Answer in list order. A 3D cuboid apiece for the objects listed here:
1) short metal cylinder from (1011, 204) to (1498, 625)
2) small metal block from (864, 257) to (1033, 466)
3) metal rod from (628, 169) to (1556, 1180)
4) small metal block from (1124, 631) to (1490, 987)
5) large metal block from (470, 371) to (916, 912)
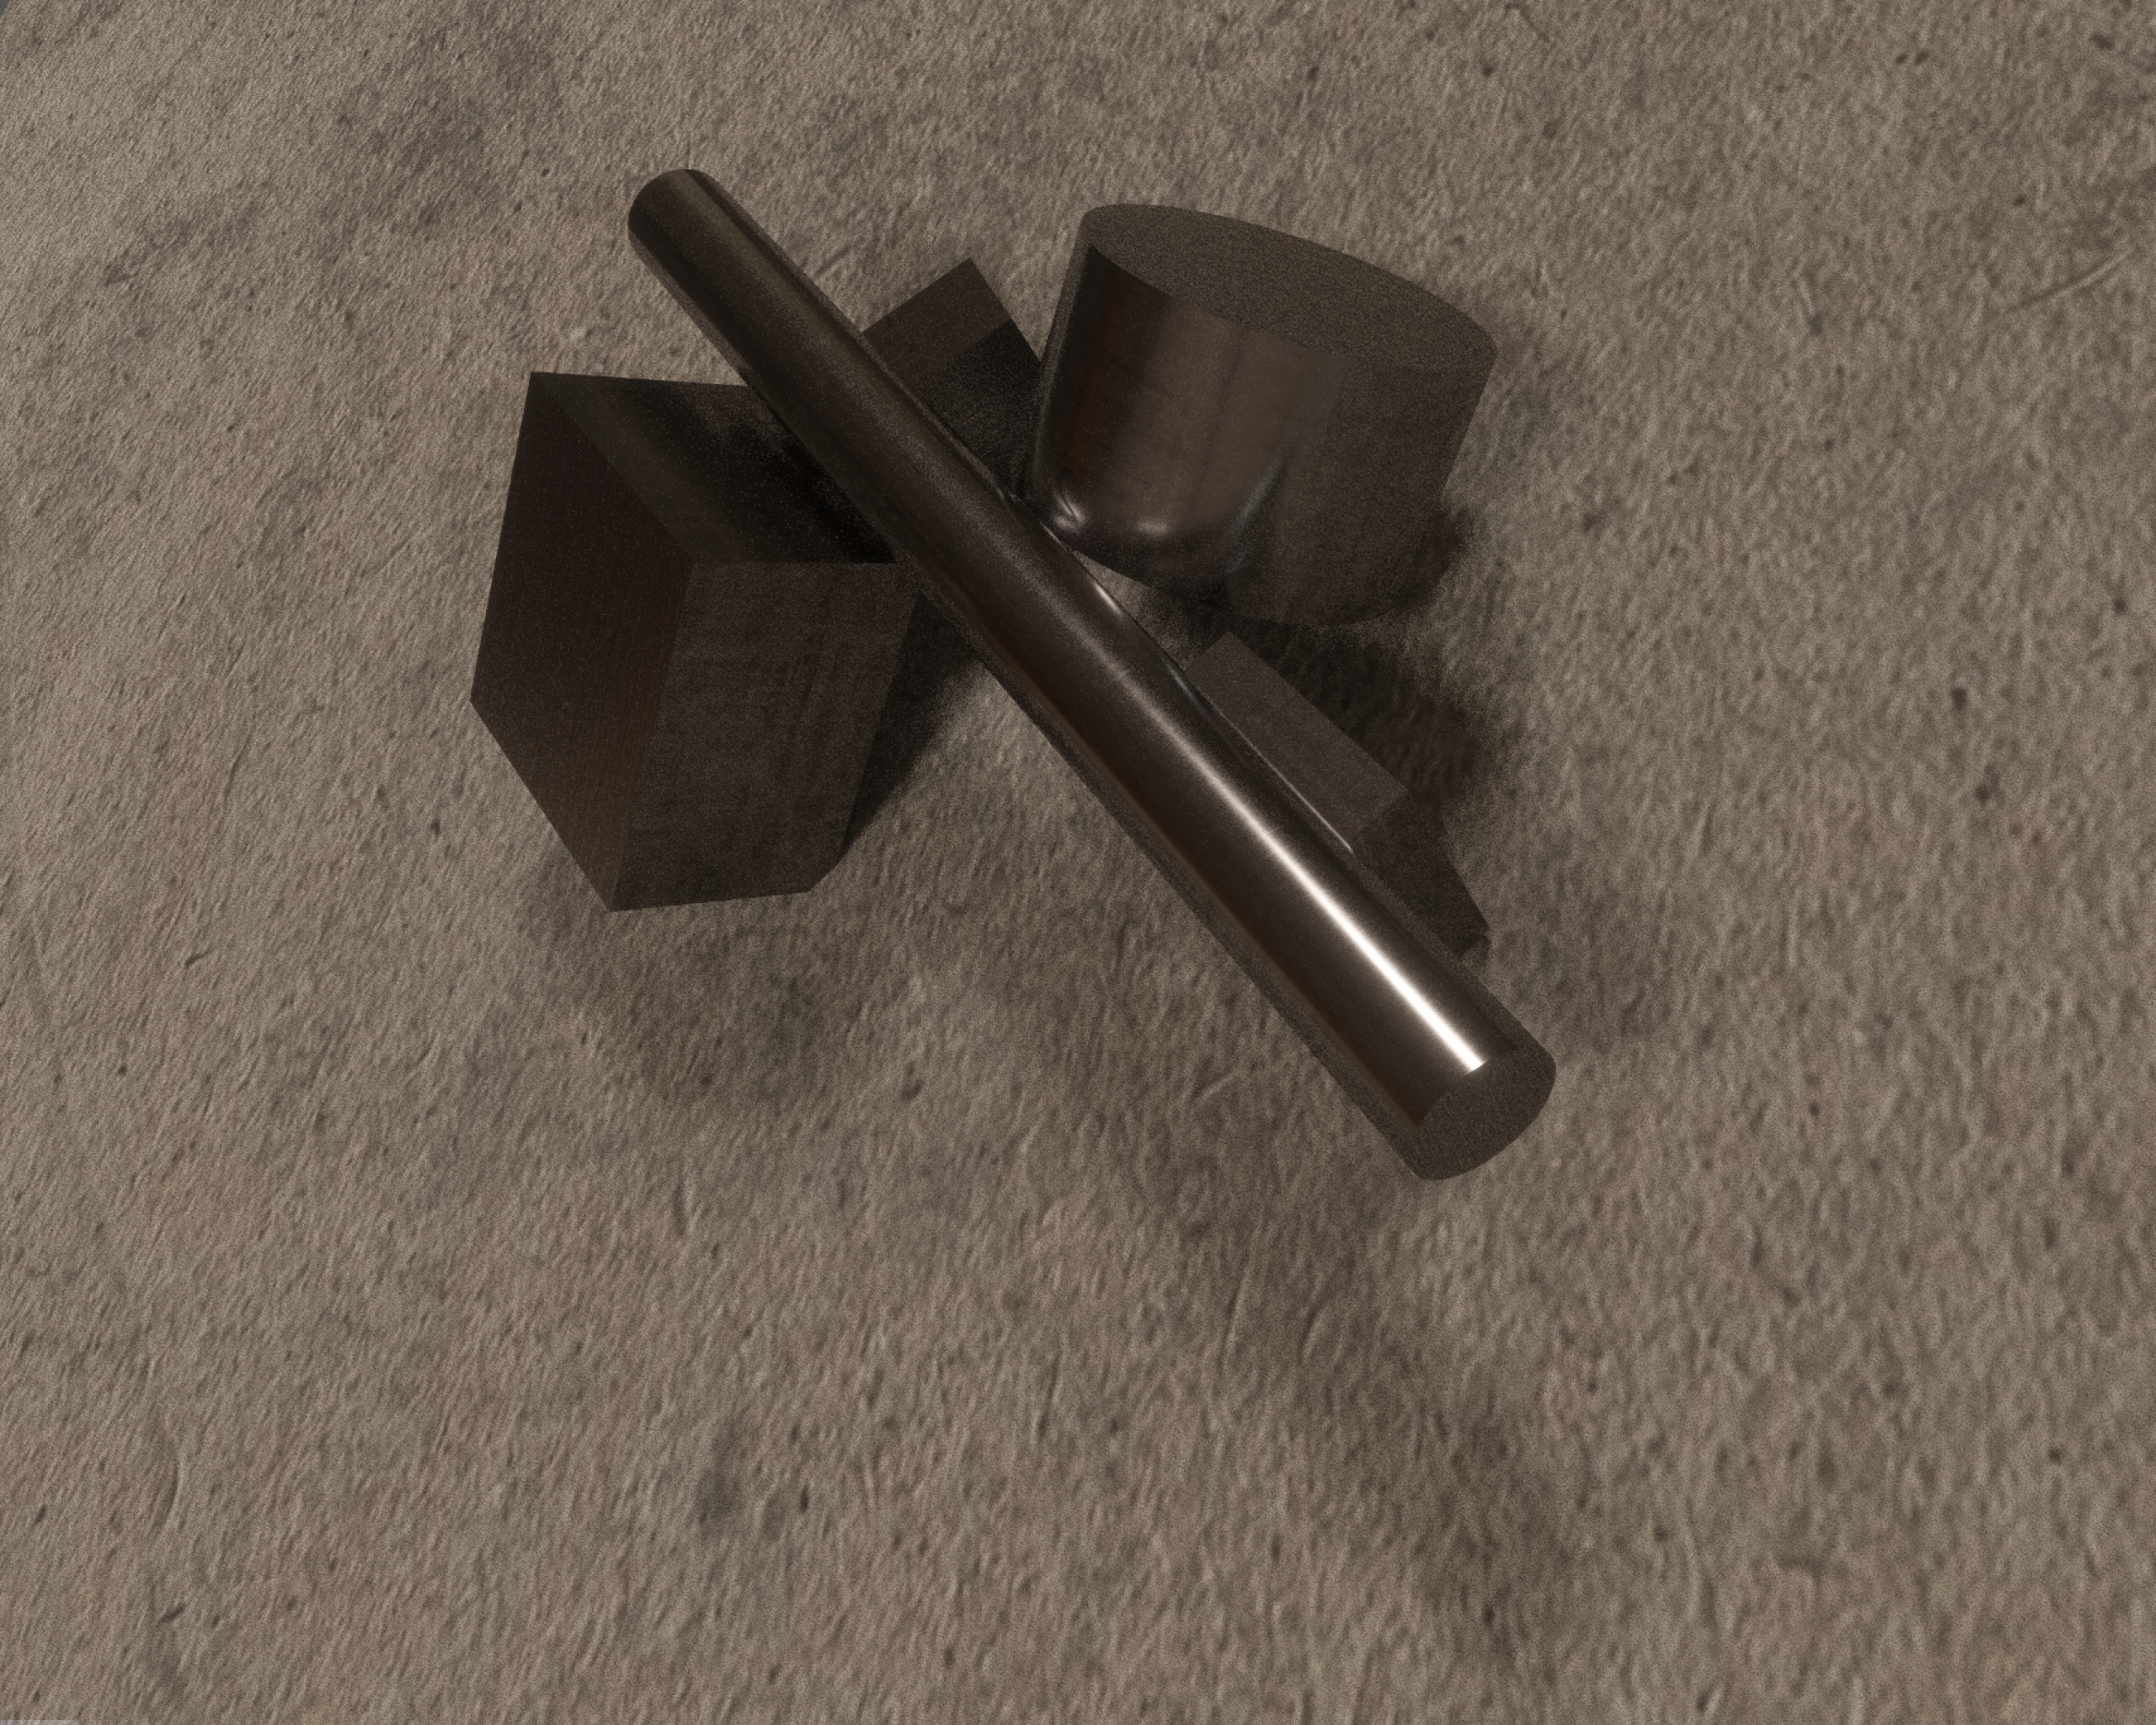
[{"bbox_3d":[0.032,-0.086,0.397,0.080,0.081,0.050,45,129,39],"label":"short metal cylinder"},{"bbox_3d":[-0.029,-0.096,0.462,0.050,0.050,0.025,-34,52,6],"label":"small metal block"},{"bbox_3d":[-0.017,-0.056,0.383,0.025,0.025,0.300,-40,51,1],"label":"metal rod"},{"bbox_3d":[0.041,-0.006,0.367,0.025,0.050,0.050,-42,51,0],"label":"small metal block"},{"bbox_3d":[-0.083,-0.047,0.437,0.080,0.050,0.079,47,129,38],"label":"large metal block"}]
